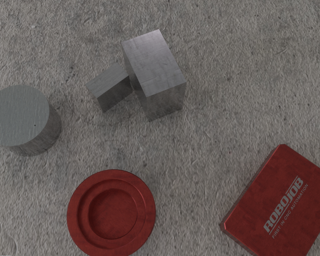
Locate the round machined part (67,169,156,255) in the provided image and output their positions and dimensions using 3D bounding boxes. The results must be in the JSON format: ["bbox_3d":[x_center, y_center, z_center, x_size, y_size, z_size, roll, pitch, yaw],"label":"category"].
[{"bbox_3d":[-0.054,0.101,0.362,0.099,0.042,0.098,0,70,0],"label":"round machined part"}]

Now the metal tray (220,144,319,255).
[{"bbox_3d":[0.146,0.095,0.372,0.090,0.030,0.130,37,74,12],"label":"metal tray"}]

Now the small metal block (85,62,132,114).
[{"bbox_3d":[-0.067,-0.052,0.414,0.050,0.050,0.025,-38,75,-13],"label":"small metal block"}]

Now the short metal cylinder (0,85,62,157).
[{"bbox_3d":[-0.174,-0.008,0.397,0.081,0.050,0.080,0,70,0],"label":"short metal cylinder"}]

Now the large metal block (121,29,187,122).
[{"bbox_3d":[-0.008,-0.065,0.403,0.050,0.080,0.080,-22,72,-8],"label":"large metal block"}]
